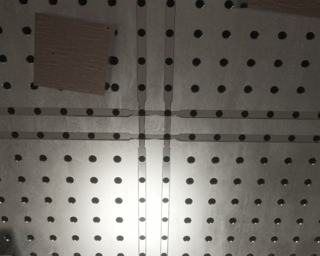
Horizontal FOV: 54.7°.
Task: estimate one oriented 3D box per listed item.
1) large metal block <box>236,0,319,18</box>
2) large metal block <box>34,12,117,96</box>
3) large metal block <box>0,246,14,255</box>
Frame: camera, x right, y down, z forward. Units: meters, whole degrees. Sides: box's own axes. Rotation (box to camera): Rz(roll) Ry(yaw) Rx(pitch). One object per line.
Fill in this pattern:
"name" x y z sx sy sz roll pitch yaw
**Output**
"large metal block" 0.138 -0.168 0.340 0.081 0.050 0.079 7 110 -3
"large metal block" -0.099 -0.088 0.366 0.081 0.050 0.079 8 110 -4
"large metal block" -0.272 0.239 0.484 0.080 0.050 0.079 -8 110 2
